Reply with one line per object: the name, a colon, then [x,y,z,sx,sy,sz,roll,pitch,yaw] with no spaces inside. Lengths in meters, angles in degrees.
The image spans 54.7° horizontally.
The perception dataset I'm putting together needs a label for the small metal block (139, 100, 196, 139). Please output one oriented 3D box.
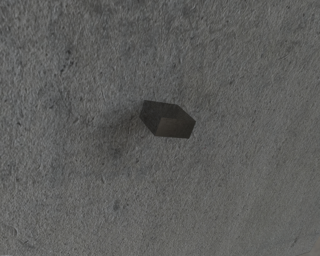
small metal block: [0.009,-0.011,0.391,0.050,0.050,0.025,5,116,-31]
